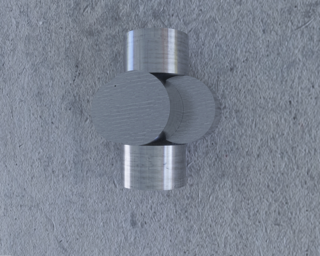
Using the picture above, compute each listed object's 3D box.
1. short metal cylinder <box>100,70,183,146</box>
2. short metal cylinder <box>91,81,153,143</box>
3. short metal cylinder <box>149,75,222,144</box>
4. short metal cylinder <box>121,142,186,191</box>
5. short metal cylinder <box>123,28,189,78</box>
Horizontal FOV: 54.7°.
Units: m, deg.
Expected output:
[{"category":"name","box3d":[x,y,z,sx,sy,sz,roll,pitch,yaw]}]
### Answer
[{"category":"short metal cylinder","box3d":[-0.019,-0.021,0.349,0.080,0.050,0.079,0,90,19]},{"category":"short metal cylinder","box3d":[-0.043,-0.021,0.411,0.080,0.050,0.079,0,90,19]},{"category":"short metal cylinder","box3d":[0.033,-0.022,0.385,0.080,0.050,0.079,0,90,19]},{"category":"short metal cylinder","box3d":[-0.008,0.044,0.383,0.080,0.080,0.050,0,90,19]},{"category":"short metal cylinder","box3d":[-0.005,-0.086,0.382,0.080,0.080,0.050,0,90,19]}]
